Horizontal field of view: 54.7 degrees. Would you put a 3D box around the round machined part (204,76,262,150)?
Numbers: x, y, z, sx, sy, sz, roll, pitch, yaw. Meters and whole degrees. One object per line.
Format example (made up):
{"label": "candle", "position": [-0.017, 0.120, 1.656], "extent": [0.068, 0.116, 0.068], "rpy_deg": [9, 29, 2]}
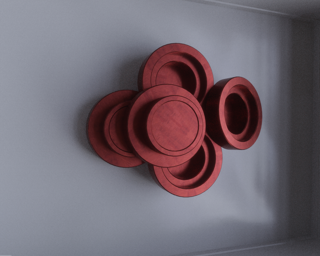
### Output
{"label": "round machined part", "position": [0.095, -0.019, 0.425], "extent": [0.099, 0.042, 0.097], "rpy_deg": [3, 86, -41]}

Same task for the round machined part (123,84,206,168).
{"label": "round machined part", "position": [0.010, -0.003, 0.358], "extent": [0.099, 0.042, 0.097], "rpy_deg": [0, 90, -21]}

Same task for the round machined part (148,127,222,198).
{"label": "round machined part", "position": [0.030, 0.039, 0.412], "extent": [0.099, 0.042, 0.097], "rpy_deg": [0, 90, -21]}

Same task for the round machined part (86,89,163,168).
{"label": "round machined part", "position": [-0.039, 0.001, 0.384], "extent": [0.099, 0.042, 0.097], "rpy_deg": [0, 90, -21]}

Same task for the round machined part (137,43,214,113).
{"label": "round machined part", "position": [0.017, -0.058, 0.407], "extent": [0.099, 0.042, 0.097], "rpy_deg": [0, 90, -21]}
